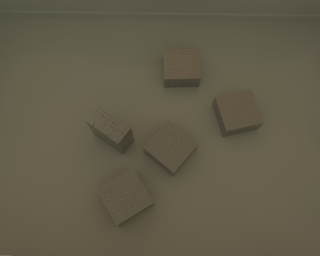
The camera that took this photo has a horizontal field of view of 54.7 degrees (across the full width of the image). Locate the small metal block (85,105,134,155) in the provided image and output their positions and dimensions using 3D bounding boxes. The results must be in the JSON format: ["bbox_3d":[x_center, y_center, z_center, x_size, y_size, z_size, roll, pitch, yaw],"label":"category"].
[{"bbox_3d":[-0.062,0.004,0.394,0.050,0.050,0.025,34,74,11],"label":"small metal block"}]

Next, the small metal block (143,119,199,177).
[{"bbox_3d":[0.014,0.026,0.400,0.050,0.025,0.050,38,74,12],"label":"small metal block"}]

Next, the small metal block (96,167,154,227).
[{"bbox_3d":[-0.042,0.084,0.378,0.050,0.025,0.050,-30,73,-11],"label":"small metal block"}]

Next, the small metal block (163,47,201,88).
[{"bbox_3d":[0.030,-0.086,0.441,0.050,0.025,0.050,-2,70,-1],"label":"small metal block"}]

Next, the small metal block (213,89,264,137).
[{"bbox_3d":[0.104,-0.020,0.417,0.050,0.025,0.050,-12,71,-5],"label":"small metal block"}]
